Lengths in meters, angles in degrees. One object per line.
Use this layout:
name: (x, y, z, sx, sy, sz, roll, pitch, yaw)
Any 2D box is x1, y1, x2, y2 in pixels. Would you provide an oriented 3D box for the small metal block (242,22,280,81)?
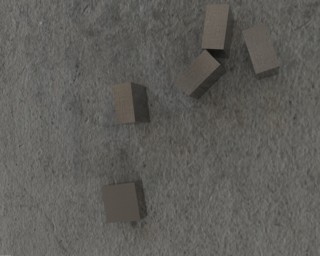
small metal block: (0.116, -0.085, 0.355, 0.025, 0.050, 0.050, -18, 84, 19)

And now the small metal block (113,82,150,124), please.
small metal block: (-0.037, -0.031, 0.408, 0.025, 0.050, 0.050, -7, 88, 20)

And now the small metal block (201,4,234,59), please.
small metal block: (0.070, -0.114, 0.371, 0.025, 0.050, 0.050, 8, 93, 19)

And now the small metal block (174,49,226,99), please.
small metal block: (0.051, -0.063, 0.377, 0.050, 0.050, 0.025, -45, 76, 14)

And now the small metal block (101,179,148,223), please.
small metal block: (-0.049, 0.100, 0.425, 0.050, 0.025, 0.050, -11, 87, 19)
